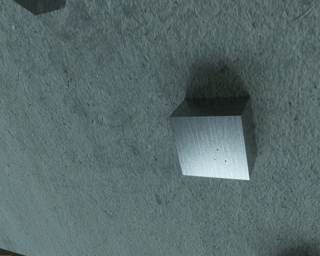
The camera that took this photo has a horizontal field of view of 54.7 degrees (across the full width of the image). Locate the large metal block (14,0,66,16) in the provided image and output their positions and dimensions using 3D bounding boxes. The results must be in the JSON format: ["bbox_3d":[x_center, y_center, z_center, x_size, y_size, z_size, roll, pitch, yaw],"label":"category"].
[{"bbox_3d":[-0.148,-0.190,0.352,0.080,0.050,0.079,35,129,5],"label":"large metal block"}]

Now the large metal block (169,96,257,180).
[{"bbox_3d":[0.065,0.011,0.363,0.080,0.050,0.080,0,119,28],"label":"large metal block"}]
